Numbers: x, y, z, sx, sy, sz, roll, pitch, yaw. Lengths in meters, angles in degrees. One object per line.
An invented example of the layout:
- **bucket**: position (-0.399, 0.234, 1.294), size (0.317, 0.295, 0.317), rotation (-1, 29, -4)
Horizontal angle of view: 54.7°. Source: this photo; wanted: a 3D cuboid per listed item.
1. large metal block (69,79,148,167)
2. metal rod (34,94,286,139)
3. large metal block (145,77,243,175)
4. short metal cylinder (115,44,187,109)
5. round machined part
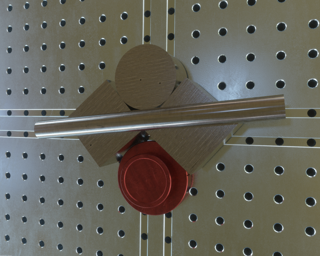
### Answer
- **large metal block**: position (-0.064, -0.006, 0.418), size (0.080, 0.050, 0.080), rotation (-41, 79, 15)
- **metal rod**: position (-0.017, -0.009, 0.359), size (0.301, 0.025, 0.025), rotation (-5, 89, 20)
- **large metal block**: position (0.041, -0.003, 0.378), size (0.080, 0.050, 0.080), rotation (44, 105, 14)
- **short metal cylinder**: position (-0.010, -0.062, 0.399), size (0.080, 0.050, 0.079), rotation (0, 90, 20)
- **round machined part**: position (-0.012, 0.065, 0.403), size (0.098, 0.042, 0.097), rotation (0, 90, 19)
